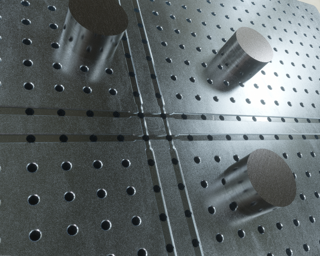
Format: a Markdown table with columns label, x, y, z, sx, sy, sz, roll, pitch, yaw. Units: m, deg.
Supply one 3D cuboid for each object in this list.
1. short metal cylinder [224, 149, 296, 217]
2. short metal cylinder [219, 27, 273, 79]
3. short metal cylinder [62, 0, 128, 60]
| label | x | y | z | sx | sy | sz | roll | pitch | yaw |
| --- | --- | --- | --- | --- | --- | --- | --- | --- | --- |
| short metal cylinder | 0.136 | 0.075 | 0.422 | 0.081 | 0.050 | 0.080 | 14 | 56 | -21 |
| short metal cylinder | 0.156 | -0.136 | 0.562 | 0.081 | 0.050 | 0.080 | 14 | 56 | -21 |
| short metal cylinder | -0.091 | -0.142 | 0.431 | 0.081 | 0.050 | 0.080 | 14 | 56 | -21 |
